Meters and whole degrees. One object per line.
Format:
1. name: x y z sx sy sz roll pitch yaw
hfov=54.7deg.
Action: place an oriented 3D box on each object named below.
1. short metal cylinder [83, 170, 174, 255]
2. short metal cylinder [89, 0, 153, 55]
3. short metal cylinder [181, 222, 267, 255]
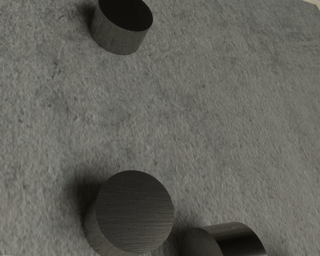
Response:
1. short metal cylinder: -0.033 0.090 0.317 0.081 0.050 0.080 14 56 -21
2. short metal cylinder: -0.057 -0.154 0.452 0.081 0.050 0.080 14 56 -21
3. short metal cylinder: 0.064 0.141 0.319 0.050 0.080 0.080 2 61 -28
